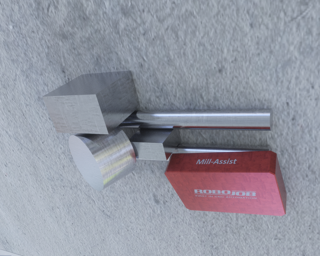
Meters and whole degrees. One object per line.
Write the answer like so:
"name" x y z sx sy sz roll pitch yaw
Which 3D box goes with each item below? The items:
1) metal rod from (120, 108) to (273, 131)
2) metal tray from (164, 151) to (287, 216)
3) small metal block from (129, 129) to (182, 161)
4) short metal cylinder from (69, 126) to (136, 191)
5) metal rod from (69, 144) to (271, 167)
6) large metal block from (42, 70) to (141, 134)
"metal rod" -0.012 -0.011 0.407 0.301 0.025 0.025 1 119 27
"metal tray" 0.082 0.070 0.386 0.130 0.030 0.090 -4 134 28
"small metal block" -0.006 0.017 0.404 0.050 0.050 0.025 1 119 27
"short metal cylinder" -0.076 0.035 0.406 0.080 0.050 0.079 34 139 36
"metal rod" -0.005 0.033 0.430 0.300 0.025 0.025 0 119 27
"large metal block" -0.083 -0.034 0.394 0.080 0.080 0.050 1 119 27
